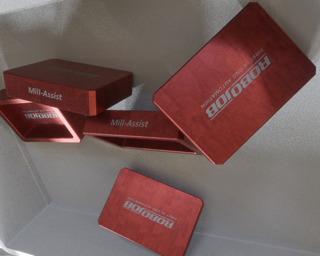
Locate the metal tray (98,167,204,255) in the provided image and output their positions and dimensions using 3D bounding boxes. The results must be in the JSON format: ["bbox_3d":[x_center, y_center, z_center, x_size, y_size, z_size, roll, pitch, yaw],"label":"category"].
[{"bbox_3d":[-0.012,0.123,0.449,0.130,0.090,0.030,20,167,16],"label":"metal tray"}]

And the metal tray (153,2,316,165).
[{"bbox_3d":[0.068,-0.041,0.295,0.130,0.030,0.090,-44,94,-1],"label":"metal tray"}]

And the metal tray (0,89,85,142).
[{"bbox_3d":[-0.183,-0.020,0.472,0.130,0.030,0.090,-1,133,28],"label":"metal tray"}]

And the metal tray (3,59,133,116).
[{"bbox_3d":[-0.112,-0.055,0.387,0.130,0.090,0.030,13,117,20],"label":"metal tray"}]

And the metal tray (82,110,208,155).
[{"bbox_3d":[-0.015,0.006,0.379,0.130,0.090,0.030,3,76,26],"label":"metal tray"}]
